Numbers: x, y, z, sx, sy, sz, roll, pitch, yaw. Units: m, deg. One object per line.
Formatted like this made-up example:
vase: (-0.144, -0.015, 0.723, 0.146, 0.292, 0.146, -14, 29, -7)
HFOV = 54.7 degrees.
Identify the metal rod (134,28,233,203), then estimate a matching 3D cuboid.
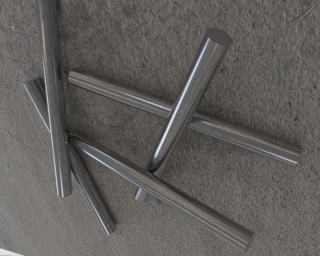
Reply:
metal rod: (0.012, 0.013, 0.379, 0.025, 0.025, 0.298, 32, 138, 8)

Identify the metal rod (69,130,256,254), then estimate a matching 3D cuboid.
metal rod: (-0.019, 0.069, 0.410, 0.300, 0.025, 0.025, 25, 129, 32)

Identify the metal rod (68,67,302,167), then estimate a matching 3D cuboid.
metal rod: (0.018, -0.020, 0.385, 0.301, 0.025, 0.025, 21, 126, 15)

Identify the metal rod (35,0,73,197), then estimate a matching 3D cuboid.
metal rod: (-0.150, -0.027, 0.449, 0.025, 0.025, 0.298, 14, 118, 20)

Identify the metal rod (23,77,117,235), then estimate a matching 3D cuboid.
metal rod: (-0.143, 0.058, 0.518, 0.025, 0.025, 0.299, -8, 115, 32)
